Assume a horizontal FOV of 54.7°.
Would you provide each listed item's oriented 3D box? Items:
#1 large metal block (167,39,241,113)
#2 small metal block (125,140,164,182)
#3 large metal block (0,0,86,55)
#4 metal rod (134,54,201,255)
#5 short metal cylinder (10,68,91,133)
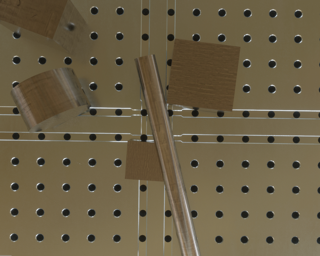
[{"bbox_3d":[0.053,-0.064,0.401,0.080,0.050,0.080,7,90,0],"label":"large metal block"},{"bbox_3d":[-0.019,0.043,0.413,0.050,0.025,0.050,4,90,0],"label":"small metal block"},{"bbox_3d":[-0.148,-0.136,0.384,0.080,0.080,0.050,21,90,0],"label":"large metal block"},{"bbox_3d":[0.016,0.059,0.391,0.025,0.025,0.298,-13,99,0],"label":"metal rod"},{"bbox_3d":[-0.134,-0.034,0.385,0.080,0.080,0.050,-26,90,0],"label":"short metal cylinder"}]
